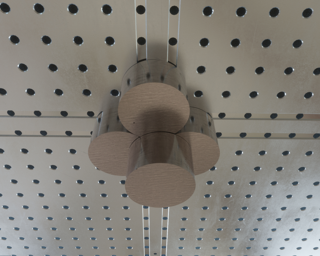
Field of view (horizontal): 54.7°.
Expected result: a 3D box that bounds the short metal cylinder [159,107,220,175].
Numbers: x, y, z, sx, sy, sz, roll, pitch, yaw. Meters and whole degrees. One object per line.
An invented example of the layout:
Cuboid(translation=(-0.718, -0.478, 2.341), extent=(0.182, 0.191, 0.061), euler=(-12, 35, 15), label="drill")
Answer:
Cuboid(translation=(0.035, 0.019, 0.411), extent=(0.081, 0.050, 0.079), euler=(0, 130, 0), label="short metal cylinder")

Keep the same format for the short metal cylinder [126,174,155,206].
Cuboid(translation=(-0.008, 0.070, 0.454), extent=(0.081, 0.050, 0.079), euler=(-1, 128, 0), label="short metal cylinder")

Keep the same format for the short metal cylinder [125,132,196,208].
Cuboid(translation=(0.000, 0.051, 0.372), extent=(0.081, 0.050, 0.079), euler=(0, 130, 0), label="short metal cylinder")

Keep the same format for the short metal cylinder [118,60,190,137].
Cuboid(translation=(-0.007, -0.033, 0.366), extent=(0.081, 0.050, 0.079), euler=(-1, 130, -1), label="short metal cylinder")

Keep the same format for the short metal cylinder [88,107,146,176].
Cuboid(translation=(-0.050, 0.018, 0.410), extent=(0.081, 0.050, 0.079), euler=(0, 130, 0), label="short metal cylinder")
